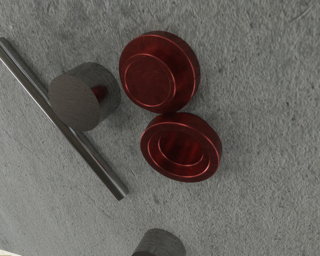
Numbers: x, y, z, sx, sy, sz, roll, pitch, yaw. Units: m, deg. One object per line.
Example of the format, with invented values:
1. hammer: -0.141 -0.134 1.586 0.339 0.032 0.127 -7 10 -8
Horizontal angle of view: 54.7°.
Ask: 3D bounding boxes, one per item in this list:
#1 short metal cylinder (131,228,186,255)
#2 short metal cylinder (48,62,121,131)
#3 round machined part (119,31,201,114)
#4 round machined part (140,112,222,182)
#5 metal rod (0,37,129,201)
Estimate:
1. short metal cylinder: -0.002 0.219 0.525 0.080 0.050 0.079 13 124 20
2. short metal cylinder: -0.100 -0.042 0.415 0.080 0.050 0.079 13 124 20
3. round machined part: -0.006 -0.059 0.361 0.098 0.042 0.097 13 124 20
4. round machined part: 0.028 0.019 0.385 0.098 0.042 0.097 13 132 15
5. metal rod: -0.149 -0.007 0.478 0.025 0.025 0.299 -29 103 37
